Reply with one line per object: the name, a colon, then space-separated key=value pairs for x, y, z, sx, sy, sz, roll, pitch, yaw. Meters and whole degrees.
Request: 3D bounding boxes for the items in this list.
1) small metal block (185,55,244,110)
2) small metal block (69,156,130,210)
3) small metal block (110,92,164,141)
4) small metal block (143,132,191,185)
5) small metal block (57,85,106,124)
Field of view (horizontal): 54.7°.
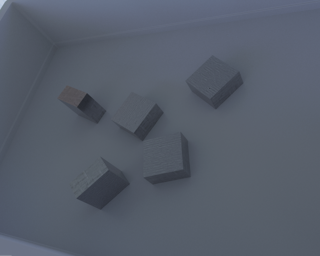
small metal block: x=0.071 y=-0.060 z=0.406 sx=0.050 sy=0.025 sz=0.050 roll=-44 pitch=51 yaw=-2
small metal block: x=-0.074 y=0.070 z=0.386 sx=0.050 sy=0.050 sz=0.025 roll=-42 pitch=51 yaw=0
small metal block: x=-0.032 y=-0.017 z=0.433 sx=0.050 sy=0.025 sz=0.050 roll=28 pitch=77 yaw=37
small metal block: x=0.008 y=0.037 z=0.379 sx=0.050 sy=0.025 sz=0.050 roll=-15 pitch=56 yaw=20
small metal block: x=-0.119 y=-0.036 z=0.474 sx=0.050 sy=0.050 sz=0.025 roll=22 pitch=74 yaw=36
